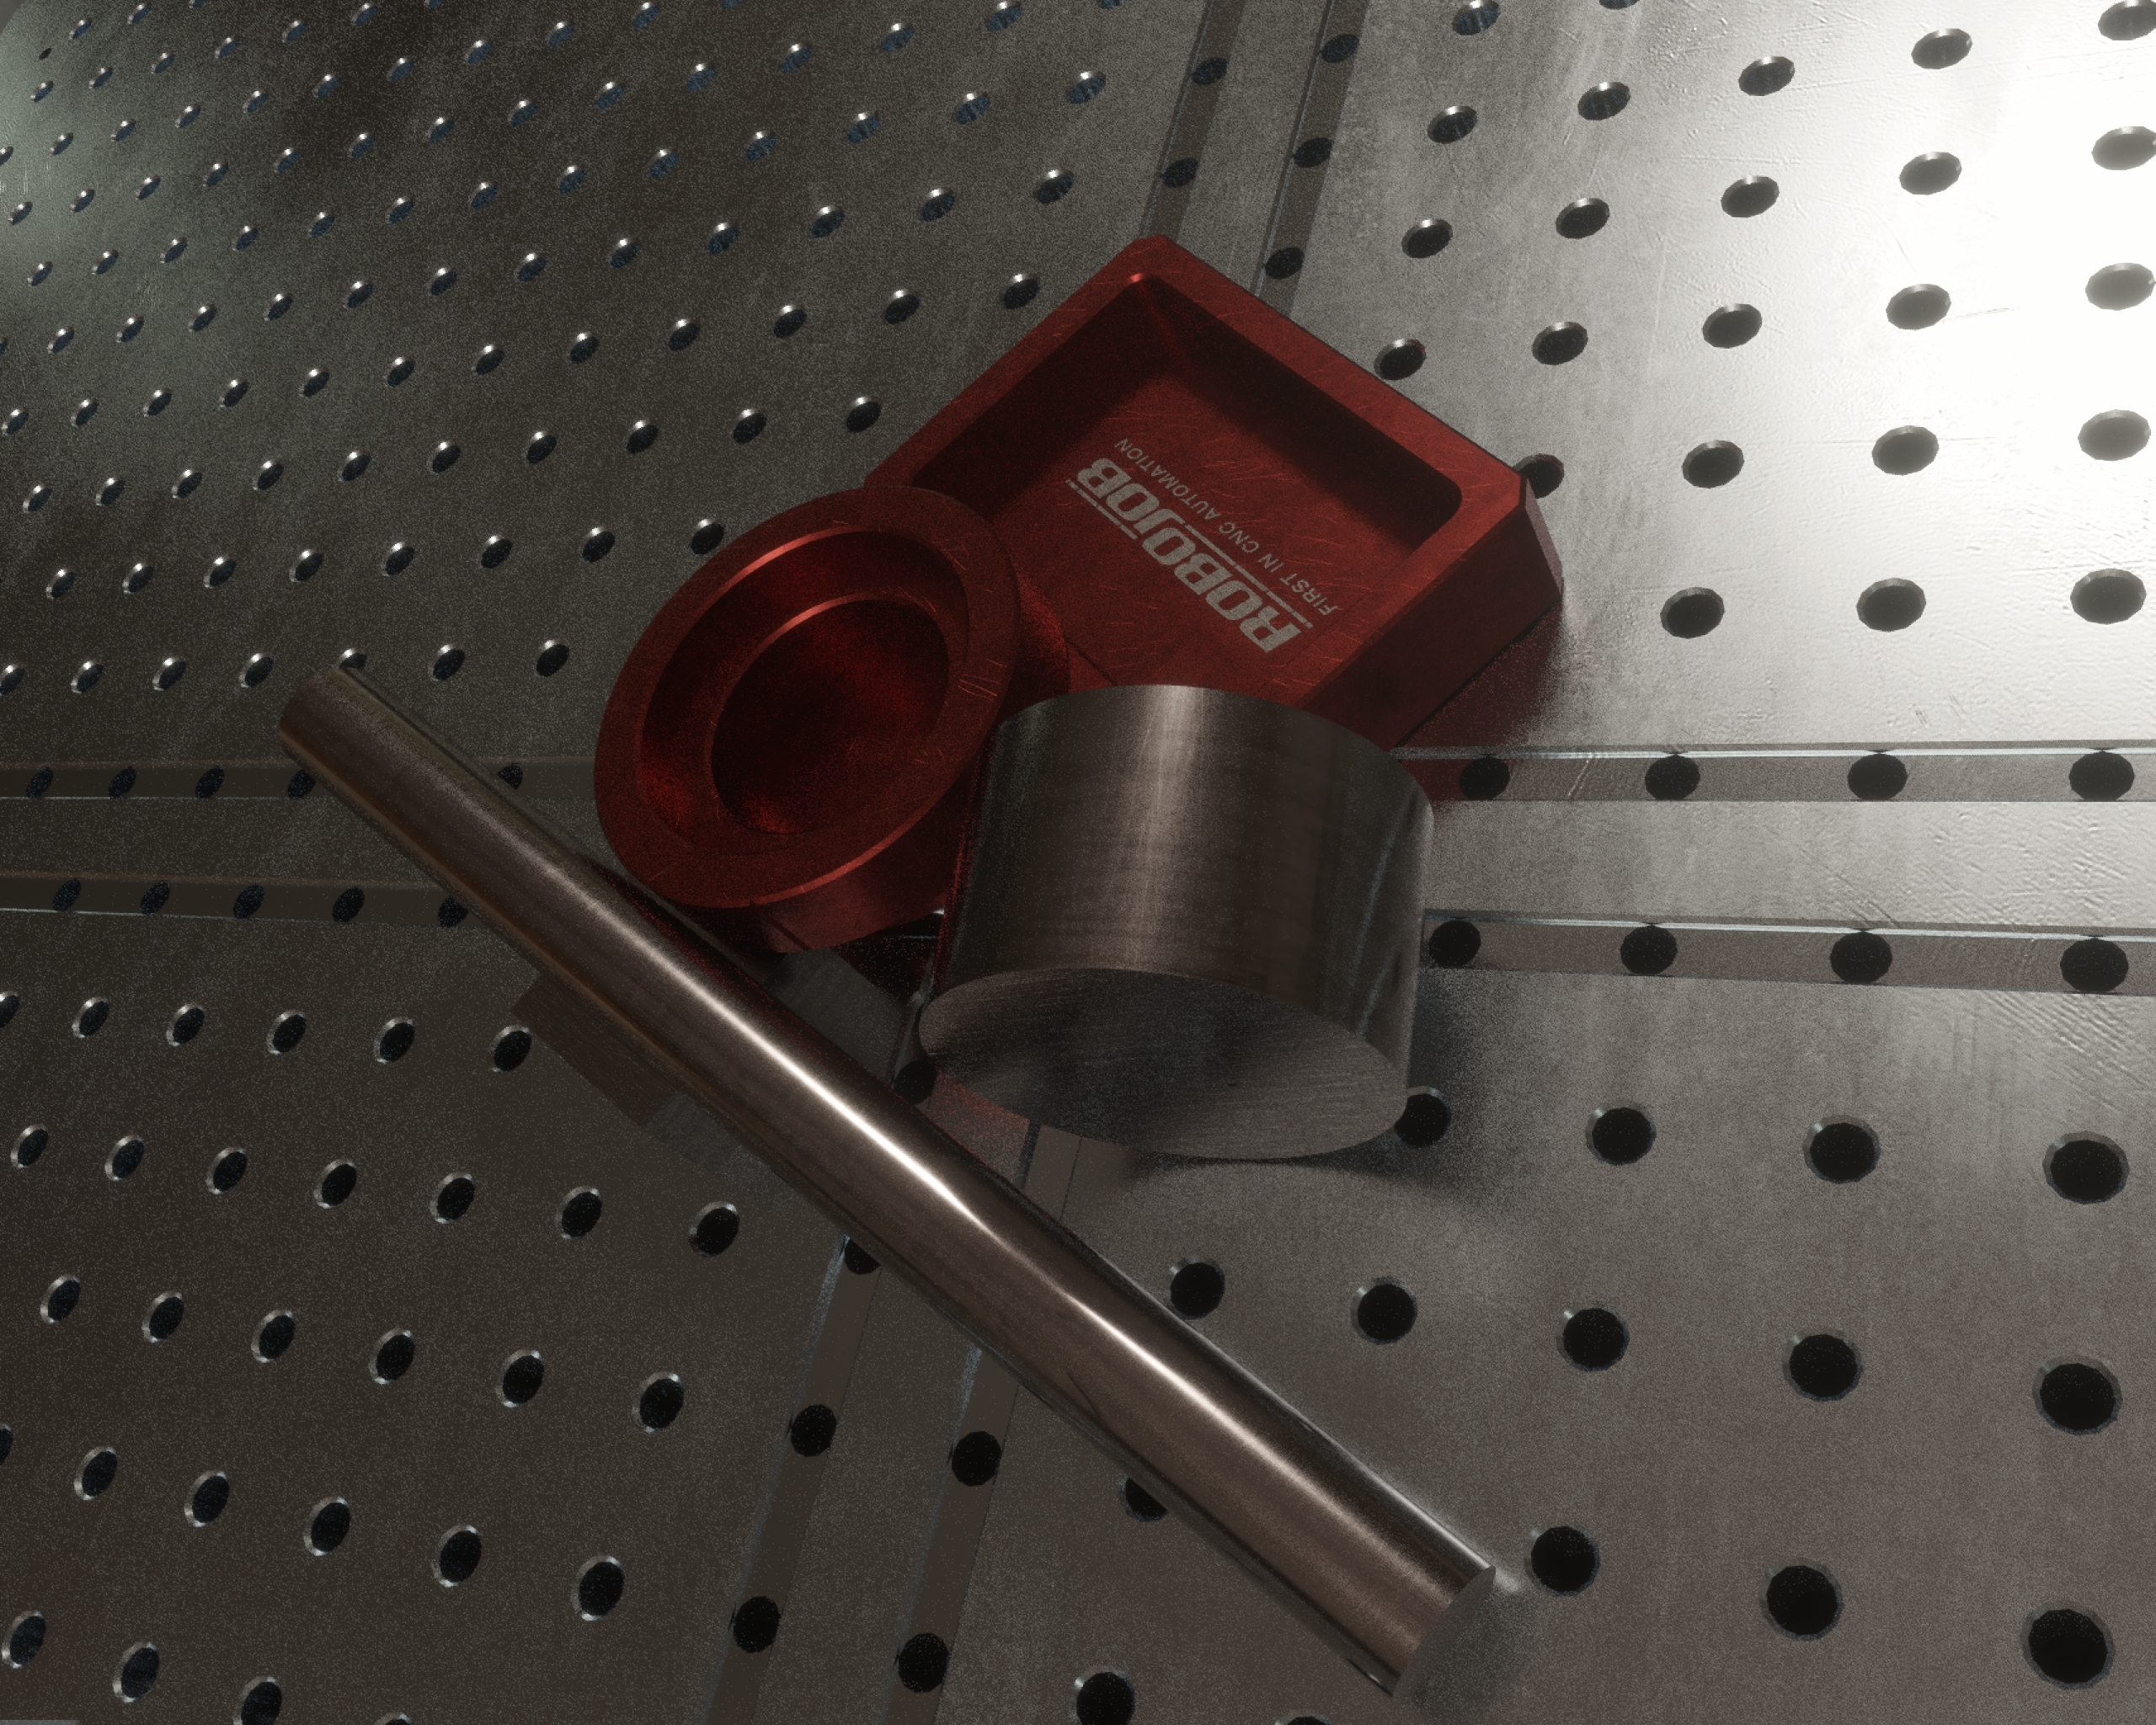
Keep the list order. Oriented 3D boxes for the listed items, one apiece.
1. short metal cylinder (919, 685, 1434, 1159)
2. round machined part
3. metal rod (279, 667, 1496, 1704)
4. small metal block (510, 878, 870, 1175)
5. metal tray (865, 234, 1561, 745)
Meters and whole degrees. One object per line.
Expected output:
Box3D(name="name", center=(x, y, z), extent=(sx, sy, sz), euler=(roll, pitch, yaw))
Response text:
Box3D(name="short metal cylinder", center=(0.018, 0.013, 0.353), extent=(0.080, 0.080, 0.050), euler=(-4, 60, 26))
Box3D(name="round machined part", center=(-0.046, -0.025, 0.425), extent=(0.098, 0.042, 0.098), euler=(-14, 55, 22))
Box3D(name="metal rod", center=(-0.054, 0.042, 0.383), extent=(0.300, 0.025, 0.025), euler=(34, 81, 29))
Box3D(name="small metal block", center=(-0.080, 0.028, 0.432), extent=(0.050, 0.025, 0.050), euler=(32, 79, 37))
Box3D(name="metal tray", center=(0.023, -0.068, 0.432), extent=(0.090, 0.030, 0.130), euler=(-42, 51, -2))
